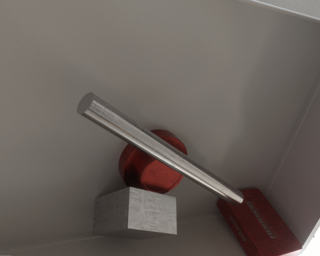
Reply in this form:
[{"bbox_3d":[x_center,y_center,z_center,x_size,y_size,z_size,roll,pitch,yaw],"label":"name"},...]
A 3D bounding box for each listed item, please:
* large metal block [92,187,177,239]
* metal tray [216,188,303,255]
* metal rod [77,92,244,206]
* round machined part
[{"bbox_3d":[-0.034,0.120,0.424,0.080,0.050,0.080,22,146,-37],"label":"large metal block"},{"bbox_3d":[0.169,0.167,0.537,0.091,0.130,0.030,-1,130,-29],"label":"metal tray"},{"bbox_3d":[0.024,0.043,0.395,0.301,0.025,0.025,35,99,-38],"label":"metal rod"},{"bbox_3d":[-0.004,0.055,0.431,0.099,0.042,0.097,-14,125,-21],"label":"round machined part"}]
